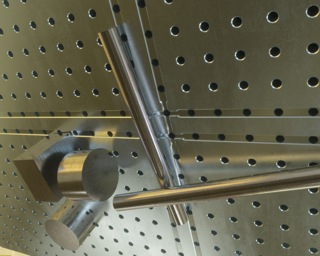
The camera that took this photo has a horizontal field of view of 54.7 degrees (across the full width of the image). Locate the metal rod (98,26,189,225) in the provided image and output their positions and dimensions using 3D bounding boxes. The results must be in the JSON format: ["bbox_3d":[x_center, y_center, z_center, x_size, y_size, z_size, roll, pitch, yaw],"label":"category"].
[{"bbox_3d":[-0.015,0.012,0.426,0.025,0.025,0.298,-6,116,31],"label":"metal rod"}]

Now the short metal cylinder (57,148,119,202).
[{"bbox_3d":[-0.109,0.073,0.478,0.050,0.080,0.080,-7,115,31],"label":"short metal cylinder"}]

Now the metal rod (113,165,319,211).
[{"bbox_3d":[0.067,0.081,0.403,0.300,0.025,0.025,-14,111,26],"label":"metal rod"}]

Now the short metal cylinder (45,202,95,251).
[{"bbox_3d":[-0.176,0.192,0.607,0.080,0.050,0.079,13,124,21],"label":"short metal cylinder"}]

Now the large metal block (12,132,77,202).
[{"bbox_3d":[-0.175,0.063,0.508,0.050,0.080,0.080,-6,116,31],"label":"large metal block"}]
